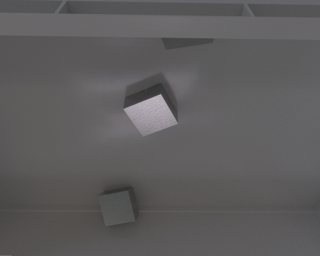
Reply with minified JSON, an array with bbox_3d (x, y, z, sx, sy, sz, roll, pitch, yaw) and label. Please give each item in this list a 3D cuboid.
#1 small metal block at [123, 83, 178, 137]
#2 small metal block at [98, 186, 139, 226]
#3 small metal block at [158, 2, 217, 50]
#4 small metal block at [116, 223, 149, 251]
[{"bbox_3d":[-0.011,-0.022,0.390,0.050,0.025,0.050,-20,128,16],"label":"small metal block"},{"bbox_3d":[-0.066,0.126,0.499,0.050,0.025,0.050,-13,93,10],"label":"small metal block"},{"bbox_3d":[0.027,-0.098,0.306,0.050,0.050,0.025,-7,92,6],"label":"small metal block"},{"bbox_3d":[-0.052,0.205,0.586,0.050,0.025,0.050,14,129,-12],"label":"small metal block"}]
